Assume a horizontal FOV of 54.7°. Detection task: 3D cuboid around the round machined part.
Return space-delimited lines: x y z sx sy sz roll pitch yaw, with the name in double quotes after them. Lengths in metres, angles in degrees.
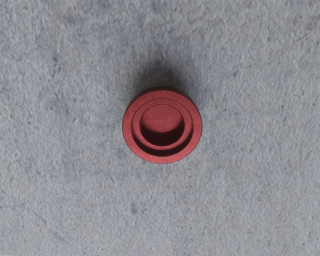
0.003 -0.007 0.398 0.099 0.042 0.097 0 110 -1 "round machined part"
